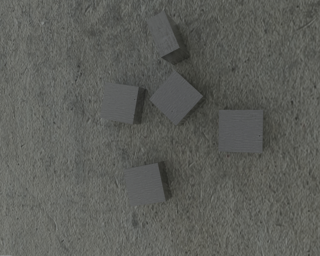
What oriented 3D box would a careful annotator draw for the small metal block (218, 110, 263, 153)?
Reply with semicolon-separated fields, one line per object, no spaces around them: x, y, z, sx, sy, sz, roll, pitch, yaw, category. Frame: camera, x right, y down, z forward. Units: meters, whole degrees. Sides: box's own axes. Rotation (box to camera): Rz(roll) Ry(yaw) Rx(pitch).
0.098;0.004;0.374;0.050;0.025;0.050;1;90;20;small metal block

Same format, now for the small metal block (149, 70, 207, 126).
0.024;-0.038;0.401;0.050;0.025;0.050;45;104;14;small metal block

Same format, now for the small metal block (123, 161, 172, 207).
-0.017;0.074;0.415;0.050;0.025;0.050;-13;86;19;small metal block

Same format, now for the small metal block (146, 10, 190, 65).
0.012;-0.112;0.391;0.025;0.050;0.050;-24;82;18;small metal block

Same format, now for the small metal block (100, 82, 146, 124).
-0.051;-0.034;0.427;0.050;0.025;0.050;11;94;19;small metal block
